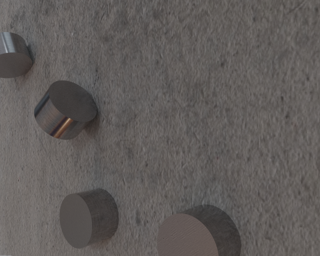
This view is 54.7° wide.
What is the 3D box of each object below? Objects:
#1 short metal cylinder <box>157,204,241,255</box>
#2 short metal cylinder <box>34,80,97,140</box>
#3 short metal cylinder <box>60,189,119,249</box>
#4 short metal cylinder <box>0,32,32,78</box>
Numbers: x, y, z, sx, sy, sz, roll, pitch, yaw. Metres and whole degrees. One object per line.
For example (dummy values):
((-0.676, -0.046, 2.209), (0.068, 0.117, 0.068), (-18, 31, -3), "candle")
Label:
((0.044, 0.132, 0.351), (0.080, 0.050, 0.079), (0, 90, 39), "short metal cylinder")
((-0.148, -0.028, 0.488), (0.050, 0.081, 0.080), (-42, 65, 32), "short metal cylinder")
((-0.110, 0.137, 0.476), (0.080, 0.050, 0.079), (0, 90, 39), "short metal cylinder")
((-0.302, -0.143, 0.614), (0.080, 0.081, 0.050), (-37, 67, 33), "short metal cylinder")
